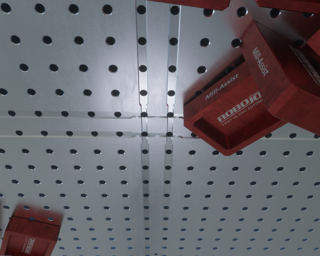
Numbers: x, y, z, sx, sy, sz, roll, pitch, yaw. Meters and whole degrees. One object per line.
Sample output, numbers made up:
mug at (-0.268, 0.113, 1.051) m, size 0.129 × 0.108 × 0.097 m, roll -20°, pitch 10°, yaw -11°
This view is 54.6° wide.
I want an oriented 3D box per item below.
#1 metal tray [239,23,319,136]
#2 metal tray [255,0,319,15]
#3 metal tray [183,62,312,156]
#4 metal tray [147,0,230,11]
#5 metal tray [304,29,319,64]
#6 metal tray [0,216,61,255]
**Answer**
metal tray at (0.134, -0.048, 0.303) m, size 0.090 × 0.130 × 0.030 m, roll 20°, pitch 127°, yaw -16°
metal tray at (0.141, -0.169, 0.265) m, size 0.091 × 0.030 × 0.129 m, roll 5°, pitch 130°, yaw -5°
metal tray at (0.104, -0.025, 0.380) m, size 0.090 × 0.030 × 0.130 m, roll 35°, pitch 126°, yaw -28°
metal tray at (0.028, -0.173, 0.261) m, size 0.091 × 0.030 × 0.129 m, roll 6°, pitch 130°, yaw -5°
metal tray at (0.215, -0.107, 0.294) m, size 0.091 × 0.030 × 0.129 m, roll 7°, pitch 136°, yaw -42°
metal tray at (-0.254, 0.226, 0.598) m, size 0.091 × 0.030 × 0.129 m, roll 19°, pitch 128°, yaw -16°
